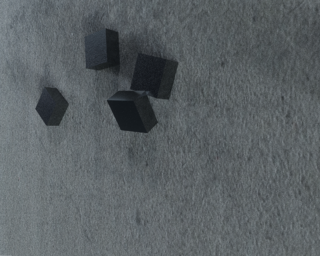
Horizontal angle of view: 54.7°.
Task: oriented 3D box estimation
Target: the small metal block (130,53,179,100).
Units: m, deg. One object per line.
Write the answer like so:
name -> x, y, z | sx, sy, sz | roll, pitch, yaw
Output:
small metal block -> -0.008, -0.069, 0.410 | 0.050, 0.025, 0.050 | 23, 104, 37

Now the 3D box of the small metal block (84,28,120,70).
small metal block -> -0.089, -0.119, 0.476 | 0.050, 0.025, 0.050 | -5, 87, 39

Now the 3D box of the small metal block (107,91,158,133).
small metal block -> -0.037, -0.022, 0.418 | 0.050, 0.025, 0.050 | 5, 129, 39

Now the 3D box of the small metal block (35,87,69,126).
small metal block -> -0.197, -0.039, 0.564 | 0.050, 0.025, 0.050 | 47, 118, 29
